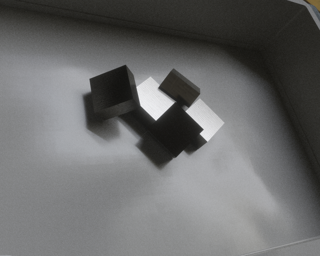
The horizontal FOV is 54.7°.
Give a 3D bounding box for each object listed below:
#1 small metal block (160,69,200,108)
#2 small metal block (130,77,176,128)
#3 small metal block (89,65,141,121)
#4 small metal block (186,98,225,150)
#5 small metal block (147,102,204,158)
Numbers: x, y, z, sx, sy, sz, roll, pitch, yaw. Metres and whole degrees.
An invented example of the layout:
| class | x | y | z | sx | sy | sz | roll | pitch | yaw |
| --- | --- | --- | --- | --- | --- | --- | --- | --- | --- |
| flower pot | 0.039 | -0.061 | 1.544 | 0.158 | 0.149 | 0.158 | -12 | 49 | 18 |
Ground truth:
| class | x | y | z | sx | sy | sz | roll | pitch | yaw |
| --- | --- | --- | --- | --- | --- | --- | --- | --- | --- |
| small metal block | 0.030 | -0.058 | 0.442 | 0.050 | 0.025 | 0.050 | 37 | 16 | -4 |
| small metal block | -0.014 | -0.034 | 0.418 | 0.050 | 0.025 | 0.050 | 44 | 51 | 2 |
| small metal block | -0.056 | -0.043 | 0.384 | 0.050 | 0.025 | 0.050 | -19 | 64 | 11 |
| small metal block | 0.055 | -0.006 | 0.439 | 0.050 | 0.025 | 0.050 | 46 | 51 | 3 |
| small metal block | 0.019 | 0.003 | 0.398 | 0.050 | 0.025 | 0.050 | 45 | 82 | 3 |
